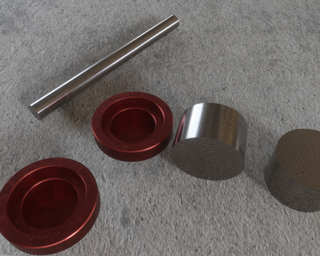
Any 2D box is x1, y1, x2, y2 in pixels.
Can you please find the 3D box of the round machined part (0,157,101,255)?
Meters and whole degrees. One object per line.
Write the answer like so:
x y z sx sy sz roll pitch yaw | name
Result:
-0.111 0.082 0.322 0.099 0.042 0.098 0 50 0 | round machined part

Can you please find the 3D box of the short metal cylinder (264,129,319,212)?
0.165 0.047 0.350 0.081 0.050 0.080 0 50 0 | short metal cylinder

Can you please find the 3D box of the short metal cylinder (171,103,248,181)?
0.057 0.017 0.354 0.080 0.080 0.050 11 51 9 | short metal cylinder

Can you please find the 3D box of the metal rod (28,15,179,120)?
-0.072 -0.108 0.492 0.025 0.025 0.302 33 57 24 | metal rod

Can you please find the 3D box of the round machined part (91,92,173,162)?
-0.033 0.003 0.390 0.099 0.042 0.098 0 50 0 | round machined part
